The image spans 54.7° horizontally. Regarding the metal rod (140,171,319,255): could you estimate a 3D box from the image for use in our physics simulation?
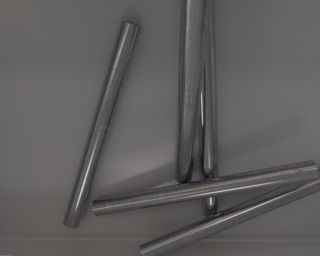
[{"bbox_3d":[0.116,0.119,0.434,0.301,0.025,0.025,-22,109,-1],"label":"metal rod"}]

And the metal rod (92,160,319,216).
[{"bbox_3d":[0.049,0.084,0.418,0.301,0.025,0.025,-13,110,14],"label":"metal rod"}]

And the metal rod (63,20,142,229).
[{"bbox_3d":[-0.083,0.009,0.413,0.025,0.025,0.298,18,109,-7],"label":"metal rod"}]

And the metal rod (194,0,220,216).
[{"bbox_3d":[0.063,-0.014,0.406,0.025,0.025,0.298,-5,110,2],"label":"metal rod"}]

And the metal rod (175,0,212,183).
[{"bbox_3d":[0.031,-0.034,0.332,0.025,0.025,0.298,-1,136,0],"label":"metal rod"}]
